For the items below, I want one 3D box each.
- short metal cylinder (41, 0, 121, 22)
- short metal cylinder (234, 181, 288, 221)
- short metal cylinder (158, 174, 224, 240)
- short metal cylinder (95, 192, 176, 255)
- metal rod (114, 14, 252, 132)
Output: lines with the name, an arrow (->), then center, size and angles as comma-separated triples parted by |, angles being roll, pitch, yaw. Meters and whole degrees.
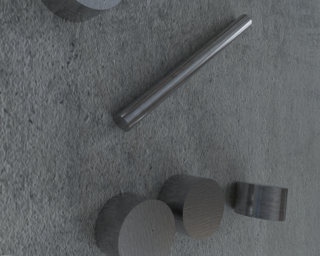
short metal cylinder -> -0.082, -0.156, 0.320 | 0.081, 0.050, 0.080 | 0, 90, -40
short metal cylinder -> 0.164, 0.118, 0.507 | 0.081, 0.080, 0.050 | 13, 82, -39
short metal cylinder -> 0.043, 0.106, 0.424 | 0.081, 0.050, 0.080 | 0, 90, -40
short metal cylinder -> -0.028, 0.120, 0.365 | 0.081, 0.050, 0.080 | 0, 90, -40
metal rod -> 0.049, -0.093, 0.445 | 0.301, 0.025, 0.025 | -43, 116, -31
